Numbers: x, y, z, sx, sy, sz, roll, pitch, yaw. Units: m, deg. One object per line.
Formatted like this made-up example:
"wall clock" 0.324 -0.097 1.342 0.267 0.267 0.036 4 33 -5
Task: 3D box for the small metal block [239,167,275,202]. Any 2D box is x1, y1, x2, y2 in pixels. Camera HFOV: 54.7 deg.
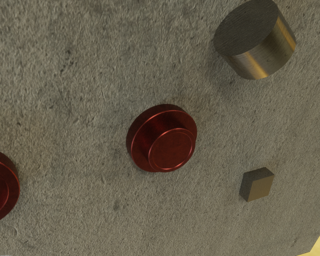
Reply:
"small metal block" 0.178 0.104 0.572 0.050 0.025 0.050 -11 123 -23

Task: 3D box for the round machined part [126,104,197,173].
"round machined part" 0.008 0.020 0.415 0.099 0.042 0.097 -14 125 -21

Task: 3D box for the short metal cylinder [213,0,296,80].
"short metal cylinder" 0.112 -0.105 0.370 0.050 0.080 0.080 35 99 -39

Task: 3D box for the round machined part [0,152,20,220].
"round machined part" -0.201 0.057 0.322 0.099 0.042 0.097 -14 125 -21
